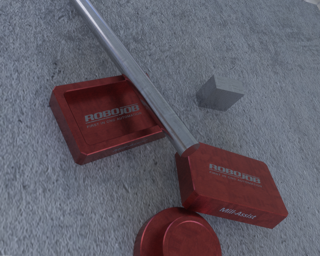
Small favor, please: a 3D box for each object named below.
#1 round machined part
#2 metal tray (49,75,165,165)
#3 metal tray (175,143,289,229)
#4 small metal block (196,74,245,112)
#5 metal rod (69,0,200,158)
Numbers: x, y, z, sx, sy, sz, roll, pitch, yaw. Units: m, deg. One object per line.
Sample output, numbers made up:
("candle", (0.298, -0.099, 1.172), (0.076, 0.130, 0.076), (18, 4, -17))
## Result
("round machined part", (0.025, 0.132, 0.328), (0.099, 0.042, 0.098), (14, 56, -21))
("metal tray", (-0.056, -0.017, 0.382), (0.131, 0.030, 0.090), (-17, 71, -35))
("metal tray", (0.087, 0.069, 0.390), (0.131, 0.030, 0.090), (17, 36, -19))
("small metal block", (0.091, -0.052, 0.470), (0.050, 0.050, 0.025), (9, 58, -24))
("metal rod", (-0.046, -0.086, 0.396), (0.025, 0.025, 0.299), (-17, 60, -35))
